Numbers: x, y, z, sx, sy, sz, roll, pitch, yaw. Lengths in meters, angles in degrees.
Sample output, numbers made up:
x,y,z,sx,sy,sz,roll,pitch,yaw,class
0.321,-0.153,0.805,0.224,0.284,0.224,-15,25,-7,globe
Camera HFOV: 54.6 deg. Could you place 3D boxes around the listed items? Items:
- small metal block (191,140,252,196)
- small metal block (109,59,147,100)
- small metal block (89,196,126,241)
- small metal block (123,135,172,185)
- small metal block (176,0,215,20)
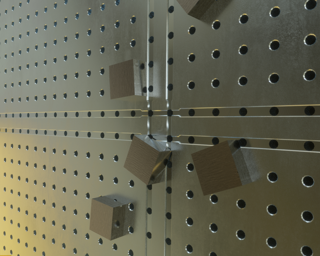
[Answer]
x,y,z,sx,sy,sz,roll,pitch,yaw,class
0.069,0.045,0.353,0.050,0.025,0.050,-26,74,37,small metal block
-0.047,-0.068,0.449,0.050,0.025,0.050,-5,87,40,small metal block
-0.081,0.138,0.478,0.050,0.025,0.050,9,96,39,small metal block
-0.018,0.042,0.425,0.050,0.025,0.050,31,109,36,small metal block
0.044,-0.170,0.374,0.050,0.025,0.050,-45,63,30,small metal block
